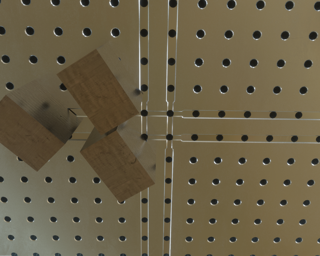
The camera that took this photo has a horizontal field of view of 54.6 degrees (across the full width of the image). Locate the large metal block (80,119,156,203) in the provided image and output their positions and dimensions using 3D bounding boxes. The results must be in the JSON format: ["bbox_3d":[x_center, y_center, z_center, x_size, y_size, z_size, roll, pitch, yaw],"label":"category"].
[{"bbox_3d":[-0.048,0.033,0.396,0.050,0.080,0.080,-30,107,11],"label":"large metal block"}]

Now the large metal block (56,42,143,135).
[{"bbox_3d":[-0.065,-0.050,0.365,0.050,0.080,0.080,-30,108,10],"label":"large metal block"}]

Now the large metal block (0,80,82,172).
[{"bbox_3d":[-0.153,-0.006,0.381,0.050,0.080,0.080,-43,105,14],"label":"large metal block"}]
